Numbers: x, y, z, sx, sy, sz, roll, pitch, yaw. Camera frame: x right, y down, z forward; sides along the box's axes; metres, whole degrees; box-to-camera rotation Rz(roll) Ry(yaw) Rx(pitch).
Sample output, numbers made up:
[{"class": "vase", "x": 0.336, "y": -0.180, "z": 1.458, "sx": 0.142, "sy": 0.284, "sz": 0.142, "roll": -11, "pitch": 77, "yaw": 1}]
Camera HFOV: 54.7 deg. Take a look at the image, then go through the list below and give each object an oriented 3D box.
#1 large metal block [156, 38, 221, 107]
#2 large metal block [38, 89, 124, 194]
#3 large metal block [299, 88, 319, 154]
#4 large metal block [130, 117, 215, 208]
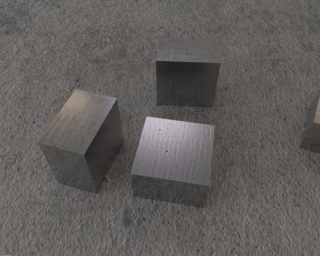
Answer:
[{"class": "large metal block", "x": 0.037, "y": -0.076, "z": 0.431, "sx": 0.080, "sy": 0.080, "sz": 0.050, "roll": 3, "pitch": 50, "yaw": 2}, {"class": "large metal block", "x": -0.084, "y": 0.016, "z": 0.353, "sx": 0.050, "sy": 0.080, "sz": 0.080, "roll": 14, "pitch": 51, "yaw": 11}, {"class": "large metal block", "x": 0.233, "y": -0.005, "z": 0.392, "sx": 0.080, "sy": 0.050, "sz": 0.080, "roll": 21, "pitch": 53, "yaw": 16}, {"class": "large metal block", "x": 0.017, "y": 0.038, "z": 0.355, "sx": 0.080, "sy": 0.050, "sz": 0.080, "roll": 8, "pitch": 50, "yaw": 6}]
